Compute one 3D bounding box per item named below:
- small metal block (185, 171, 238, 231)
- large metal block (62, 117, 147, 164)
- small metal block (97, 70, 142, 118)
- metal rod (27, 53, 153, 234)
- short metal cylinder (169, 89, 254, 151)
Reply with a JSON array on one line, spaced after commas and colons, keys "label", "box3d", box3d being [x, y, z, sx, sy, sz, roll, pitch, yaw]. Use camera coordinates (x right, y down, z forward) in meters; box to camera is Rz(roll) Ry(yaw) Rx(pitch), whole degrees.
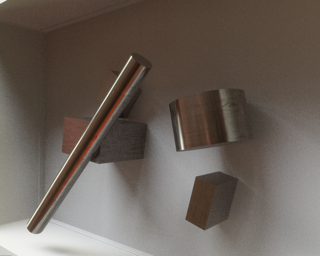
[{"label": "small metal block", "box3d": [0.058, 0.078, 0.341, 0.025, 0.050, 0.050, 20, 103, 38]}, {"label": "large metal block", "box3d": [-0.077, 0.014, 0.432, 0.080, 0.081, 0.050, 10, 96, 39]}, {"label": "small metal block", "box3d": [-0.061, -0.049, 0.454, 0.050, 0.025, 0.050, 46, 117, 30]}, {"label": "metal rod", "box3d": [-0.099, 0.037, 0.381, 0.025, 0.025, 0.298, 52, 120, 27]}, {"label": "short metal cylinder", "box3d": [0.053, -0.006, 0.326, 0.080, 0.081, 0.050, -15, 81, 39]}]
